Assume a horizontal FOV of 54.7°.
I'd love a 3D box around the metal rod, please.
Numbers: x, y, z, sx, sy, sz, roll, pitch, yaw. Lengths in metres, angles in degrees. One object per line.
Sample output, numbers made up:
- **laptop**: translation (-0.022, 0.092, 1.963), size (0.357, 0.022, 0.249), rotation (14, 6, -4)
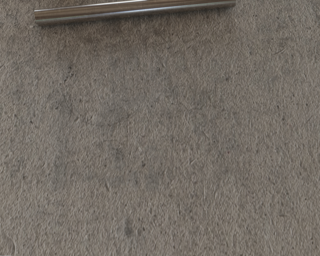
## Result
- **metal rod**: translation (-0.035, -0.184, 0.474), size (0.302, 0.025, 0.025), rotation (-7, 70, -3)
